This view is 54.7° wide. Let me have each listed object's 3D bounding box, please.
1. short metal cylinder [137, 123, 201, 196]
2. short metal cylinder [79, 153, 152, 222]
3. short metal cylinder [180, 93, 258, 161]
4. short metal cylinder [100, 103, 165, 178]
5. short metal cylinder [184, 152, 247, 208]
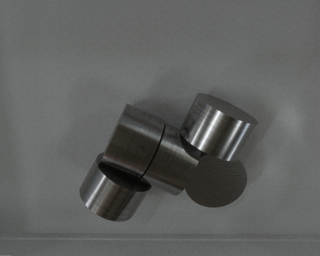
[{"bbox_3d":[0.011,0.039,0.396,0.050,0.080,0.080,25,108,-9],"label":"short metal cylinder"},{"bbox_3d":[-0.057,0.075,0.407,0.080,0.080,0.050,28,108,-10],"label":"short metal cylinder"},{"bbox_3d":[0.071,-0.003,0.380,0.080,0.080,0.050,22,109,-8],"label":"short metal cylinder"},{"bbox_3d":[-0.034,0.016,0.386,0.050,0.080,0.080,24,108,-9],"label":"short metal cylinder"},{"bbox_3d":[0.071,0.059,0.419,0.081,0.050,0.079,0,110,-1],"label":"short metal cylinder"}]
